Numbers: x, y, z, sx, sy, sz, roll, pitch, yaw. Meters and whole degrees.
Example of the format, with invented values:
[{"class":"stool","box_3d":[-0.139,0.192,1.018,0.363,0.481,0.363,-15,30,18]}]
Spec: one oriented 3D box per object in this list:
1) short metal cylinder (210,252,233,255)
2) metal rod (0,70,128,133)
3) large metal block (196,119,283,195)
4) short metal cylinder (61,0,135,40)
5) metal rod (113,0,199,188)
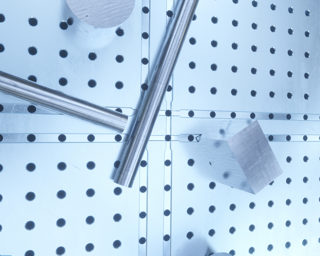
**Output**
[{"class":"short metal cylinder","box_3d":[0.084,0.217,0.415,0.080,0.080,0.050,-42,104,-15]},{"class":"metal rod","box_3d":[-0.180,-0.053,0.346,0.302,0.025,0.025,20,84,-19]},{"class":"large metal block","box_3d":[0.106,0.036,0.422,0.050,0.080,0.080,-33,101,-17]},{"class":"short metal cylinder","box_3d":[-0.075,-0.152,0.371,0.081,0.050,0.079,0,90,-20]},{"class":"metal rod","box_3d":[0.002,-0.067,0.413,0.025,0.025,0.299,22,83,-19]}]
